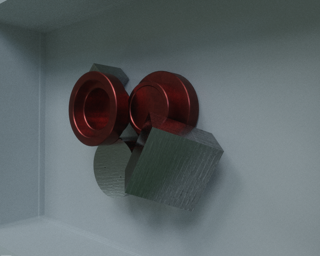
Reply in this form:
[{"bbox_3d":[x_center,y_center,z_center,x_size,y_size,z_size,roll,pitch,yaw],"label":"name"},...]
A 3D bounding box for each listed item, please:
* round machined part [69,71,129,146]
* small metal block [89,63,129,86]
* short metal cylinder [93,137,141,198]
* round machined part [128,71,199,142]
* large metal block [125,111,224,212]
[{"bbox_3d":[-0.076,-0.025,0.416,0.098,0.042,0.097,0,90,39],"label":"round machined part"},{"bbox_3d":[-0.082,-0.064,0.453,0.025,0.050,0.050,52,120,27],"label":"small metal block"},{"bbox_3d":[-0.045,0.051,0.424,0.080,0.050,0.079,0,90,39],"label":"short metal cylinder"},{"bbox_3d":[-0.003,-0.024,0.392,0.098,0.042,0.097,0,90,39],"label":"round machined part"},{"bbox_3d":[0.012,0.038,0.348,0.050,0.080,0.079,-106,37,-68],"label":"large metal block"}]
